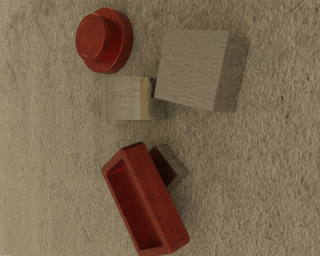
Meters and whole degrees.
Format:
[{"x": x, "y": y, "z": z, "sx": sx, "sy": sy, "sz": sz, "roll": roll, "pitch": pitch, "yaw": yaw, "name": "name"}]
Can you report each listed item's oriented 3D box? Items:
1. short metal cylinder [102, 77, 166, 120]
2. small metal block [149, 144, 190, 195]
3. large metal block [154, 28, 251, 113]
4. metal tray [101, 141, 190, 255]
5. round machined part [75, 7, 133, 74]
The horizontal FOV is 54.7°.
[{"x": -0.033, "y": -0.034, "z": 0.395, "sx": 0.080, "sy": 0.081, "sz": 0.050, "roll": 0, "pitch": 90, "yaw": 39, "name": "short metal cylinder"}, {"x": 0.002, "y": 0.057, "z": 0.402, "sx": 0.050, "sy": 0.025, "sz": 0.050, "roll": 51, "pitch": 120, "yaw": 27, "name": "small metal block"}, {"x": 0.046, "y": -0.065, "z": 0.349, "sx": 0.080, "sy": 0.050, "sz": 0.079, "roll": 17, "pitch": 101, "yaw": 38, "name": "large metal block"}, {"x": -0.023, "y": 0.092, "z": 0.389, "sx": 0.130, "sy": 0.030, "sz": 0.090, "roll": 63, "pitch": 145, "yaw": 11, "name": "metal tray"}, {"x": -0.090, "y": -0.132, "z": 0.465, "sx": 0.098, "sy": 0.042, "sz": 0.097, "roll": 0, "pitch": 90, "yaw": 39, "name": "round machined part"}]
